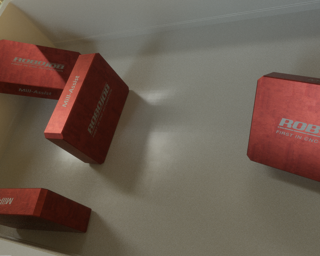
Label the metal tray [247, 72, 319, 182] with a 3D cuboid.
[{"bbox_3d":[0.153,0.003,0.285,0.130,0.030,0.089,17,115,34],"label":"metal tray"}]

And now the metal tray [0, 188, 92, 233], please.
[{"bbox_3d":[-0.165,0.103,0.384,0.130,0.090,0.030,-6,60,25],"label":"metal tray"}]

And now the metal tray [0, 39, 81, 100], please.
[{"bbox_3d":[-0.200,-0.094,0.511,0.131,0.030,0.090,6,55,-18],"label":"metal tray"}]

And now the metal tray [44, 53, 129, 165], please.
[{"bbox_3d":[-0.094,-0.026,0.427,0.030,0.090,0.130,2,63,29],"label":"metal tray"}]
